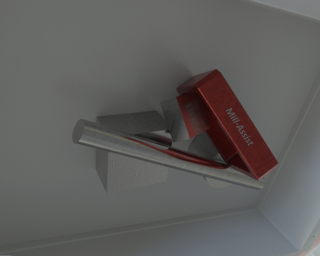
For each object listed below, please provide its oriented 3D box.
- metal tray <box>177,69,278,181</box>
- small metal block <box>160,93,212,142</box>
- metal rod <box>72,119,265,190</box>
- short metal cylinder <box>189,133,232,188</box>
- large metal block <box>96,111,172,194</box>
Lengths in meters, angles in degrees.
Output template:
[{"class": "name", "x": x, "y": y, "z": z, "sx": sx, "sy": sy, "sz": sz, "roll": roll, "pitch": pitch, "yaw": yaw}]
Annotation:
[{"class": "metal tray", "x": 0.077, "y": -0.005, "z": 0.374, "sx": 0.030, "sy": 0.090, "sz": 0.130, "roll": -36, "pitch": 100, "yaw": -6}, {"class": "small metal block", "x": 0.032, "y": -0.015, "z": 0.373, "sx": 0.050, "sy": 0.025, "sz": 0.050, "roll": -23, "pitch": 96, "yaw": -48}, {"class": "metal rod", "x": 0.036, "y": 0.043, "z": 0.389, "sx": 0.302, "sy": 0.025, "sz": 0.025, "roll": 19, "pitch": 108, "yaw": -36}, {"class": "short metal cylinder", "x": 0.090, "y": 0.043, "z": 0.469, "sx": 0.081, "sy": 0.050, "sz": 0.079, "roll": -14, "pitch": 125, "yaw": -21}, {"class": "large metal block", "x": -0.034, "y": 0.028, "z": 0.391, "sx": 0.081, "sy": 0.050, "sz": 0.079, "roll": -8, "pitch": 122, "yaw": -25}]
